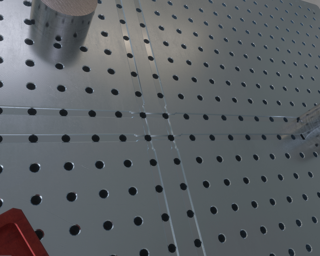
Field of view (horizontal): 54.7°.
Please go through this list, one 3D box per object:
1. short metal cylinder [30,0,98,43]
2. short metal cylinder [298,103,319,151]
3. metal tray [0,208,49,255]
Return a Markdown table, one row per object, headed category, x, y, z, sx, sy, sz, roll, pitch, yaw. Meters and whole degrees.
| category | x | y | z | sx | sy | sz | roll | pitch | yaw |
| --- | --- | --- | --- | --- | --- | --- | --- | --- | --- |
| short metal cylinder | -0.131 | -0.164 | 0.421 | 0.081 | 0.050 | 0.080 | 14 | 56 | -21 |
| short metal cylinder | 0.299 | -0.004 | 0.555 | 0.081 | 0.050 | 0.080 | 14 | 56 | -21 |
| metal tray | -0.126 | 0.144 | 0.249 | 0.091 | 0.030 | 0.130 | -28 | 77 | -37 |
